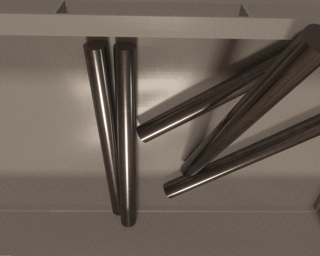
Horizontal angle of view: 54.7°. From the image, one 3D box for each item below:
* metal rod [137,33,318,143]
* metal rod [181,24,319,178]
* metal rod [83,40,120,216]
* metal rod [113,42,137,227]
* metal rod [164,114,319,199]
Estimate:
[{"bbox_3d":[0.102,-0.055,0.363,0.300,0.025,0.025,-27,126,20],"label":"metal rod"},{"bbox_3d":[0.074,0.003,0.332,0.025,0.025,0.299,9,155,-8],"label":"metal rod"},{"bbox_3d":[-0.069,0.024,0.428,0.025,0.025,0.298,-1,130,0],"label":"metal rod"},{"bbox_3d":[-0.045,0.032,0.421,0.025,0.025,0.298,2,126,-2],"label":"metal rod"},{"bbox_3d":[0.136,0.035,0.441,0.300,0.025,0.025,-28,125,21],"label":"metal rod"}]
